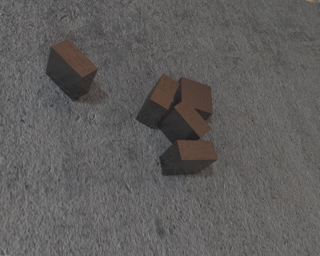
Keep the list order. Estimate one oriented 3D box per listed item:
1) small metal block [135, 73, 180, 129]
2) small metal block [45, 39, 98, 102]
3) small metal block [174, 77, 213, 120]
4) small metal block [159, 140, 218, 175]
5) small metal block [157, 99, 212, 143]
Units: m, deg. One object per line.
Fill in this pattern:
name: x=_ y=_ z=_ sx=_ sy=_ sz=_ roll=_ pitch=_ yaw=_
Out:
small metal block: x=-0.003 y=-0.035 z=0.407 sx=0.025 sy=0.050 sz=0.050 roll=31 pitch=52 yaw=-9
small metal block: x=-0.107 y=-0.068 z=0.372 sx=0.050 sy=0.050 sz=0.025 roll=45 pitch=51 yaw=3
small metal block: x=0.048 y=-0.042 z=0.455 sx=0.050 sy=0.025 sz=0.050 roll=15 pitch=56 yaw=-20
small metal block: x=0.034 y=0.037 z=0.383 sx=0.050 sy=0.050 sz=0.025 roll=2 pitch=61 yaw=-27
small metal block: x=0.031 y=-0.001 z=0.405 sx=0.025 sy=0.050 sz=0.050 roll=-34 pitch=81 yaw=-38
